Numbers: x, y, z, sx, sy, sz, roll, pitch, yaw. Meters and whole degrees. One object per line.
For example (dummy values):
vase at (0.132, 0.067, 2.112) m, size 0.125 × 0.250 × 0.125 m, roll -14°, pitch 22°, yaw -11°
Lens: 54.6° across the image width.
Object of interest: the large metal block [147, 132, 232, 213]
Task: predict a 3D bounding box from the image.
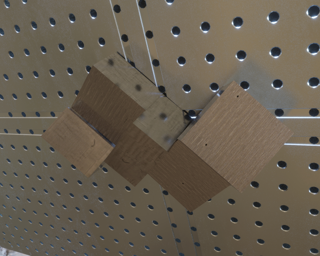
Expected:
large metal block at (0.042, 0.050, 0.404) m, size 0.080 × 0.050 × 0.080 m, roll 43°, pitch 129°, yaw 1°

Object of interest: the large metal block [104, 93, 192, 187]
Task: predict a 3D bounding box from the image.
large metal block at (-0.014, 0.014, 0.392) m, size 0.050 × 0.080 × 0.080 m, roll 40°, pitch 129°, yaw -1°

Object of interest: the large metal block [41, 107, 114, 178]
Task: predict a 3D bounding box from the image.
large metal block at (-0.104, 0.018, 0.433) m, size 0.080 × 0.080 × 0.050 m, roll 41°, pitch 91°, yaw -1°

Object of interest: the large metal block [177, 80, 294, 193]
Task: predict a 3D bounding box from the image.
large metal block at (0.077, 0.009, 0.333) m, size 0.080 × 0.050 × 0.080 m, roll 41°, pitch 89°, yaw -1°

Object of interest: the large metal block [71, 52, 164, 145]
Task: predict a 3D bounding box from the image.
large metal block at (-0.056, -0.036, 0.403) m, size 0.080 × 0.050 × 0.080 m, roll 41°, pitch 131°, yaw -1°
